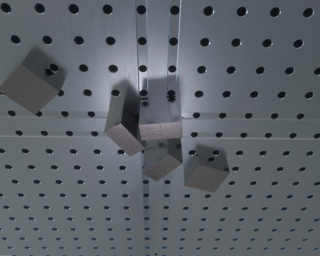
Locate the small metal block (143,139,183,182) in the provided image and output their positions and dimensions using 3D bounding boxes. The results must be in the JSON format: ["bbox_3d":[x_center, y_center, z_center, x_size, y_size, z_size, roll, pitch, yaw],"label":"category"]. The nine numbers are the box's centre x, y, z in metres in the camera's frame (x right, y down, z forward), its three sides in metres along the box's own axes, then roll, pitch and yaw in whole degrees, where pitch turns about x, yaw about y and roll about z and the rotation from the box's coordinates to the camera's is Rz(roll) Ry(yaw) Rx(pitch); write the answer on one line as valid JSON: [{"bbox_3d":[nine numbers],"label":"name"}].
[{"bbox_3d":[0.003,0.037,0.427,0.025,0.050,0.050,35,122,-26],"label":"small metal block"}]

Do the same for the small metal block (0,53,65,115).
[{"bbox_3d":[-0.152,-0.051,0.367,0.050,0.025,0.050,-35,122,26],"label":"small metal block"}]

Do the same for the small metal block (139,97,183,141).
[{"bbox_3d":[0.002,-0.012,0.385,0.050,0.050,0.025,-4,130,3],"label":"small metal block"}]

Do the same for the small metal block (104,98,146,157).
[{"bbox_3d":[-0.042,-0.001,0.394,0.025,0.050,0.050,-27,125,21],"label":"small metal block"}]

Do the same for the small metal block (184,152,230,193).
[{"bbox_3d":[0.070,0.068,0.470,0.050,0.025,0.050,16,128,-13],"label":"small metal block"}]
